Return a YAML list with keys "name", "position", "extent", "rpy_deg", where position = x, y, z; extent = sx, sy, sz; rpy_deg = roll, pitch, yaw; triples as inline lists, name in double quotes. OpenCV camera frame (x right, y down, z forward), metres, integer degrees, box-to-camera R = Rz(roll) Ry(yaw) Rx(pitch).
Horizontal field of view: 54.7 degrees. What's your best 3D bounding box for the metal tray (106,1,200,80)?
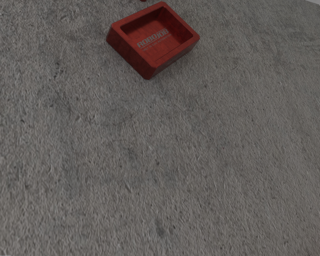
- name: "metal tray"
  position: [-0.007, -0.140, 0.481]
  extent: [0.090, 0.030, 0.131]
  rpy_deg: [45, 51, 3]
